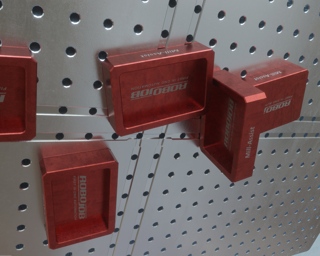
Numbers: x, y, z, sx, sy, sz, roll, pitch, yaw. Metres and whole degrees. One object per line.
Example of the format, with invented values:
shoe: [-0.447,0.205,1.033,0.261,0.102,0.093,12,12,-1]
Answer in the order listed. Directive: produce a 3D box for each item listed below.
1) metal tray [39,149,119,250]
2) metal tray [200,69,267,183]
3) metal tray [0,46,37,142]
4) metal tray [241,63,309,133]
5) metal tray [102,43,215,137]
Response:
metal tray: [-0.105,0.095,0.409,0.091,0.030,0.129,-8,122,-25]
metal tray: [0.093,-0.003,0.420,0.030,0.090,0.129,-15,125,-20]
metal tray: [-0.186,-0.030,0.287,0.131,0.030,0.089,-3,120,-28]
metal tray: [0.160,-0.039,0.474,0.131,0.030,0.089,-18,126,-18]
metal tray: [0.001,-0.048,0.380,0.131,0.030,0.089,-15,125,-21]
